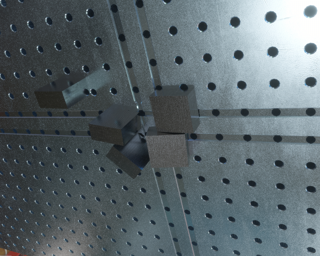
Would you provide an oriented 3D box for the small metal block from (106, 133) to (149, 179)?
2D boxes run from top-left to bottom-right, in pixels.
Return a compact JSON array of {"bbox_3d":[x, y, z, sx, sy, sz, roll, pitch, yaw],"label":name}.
[{"bbox_3d":[-0.038,0.035,0.435,0.050,0.050,0.025,40,130,1],"label":"small metal block"}]

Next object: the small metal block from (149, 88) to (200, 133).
[{"bbox_3d":[0.019,-0.022,0.387,0.050,0.025,0.050,2,120,27],"label":"small metal block"}]

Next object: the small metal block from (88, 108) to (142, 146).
[{"bbox_3d":[-0.060,-0.003,0.423,0.050,0.050,0.025,9,122,23],"label":"small metal block"}]

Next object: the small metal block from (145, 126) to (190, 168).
[{"bbox_3d":[0.011,0.025,0.411,0.050,0.025,0.050,-3,118,11],"label":"small metal block"}]

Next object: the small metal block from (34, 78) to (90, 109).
[{"bbox_3d":[-0.136,-0.049,0.434,0.050,0.050,0.025,3,120,26],"label":"small metal block"}]
